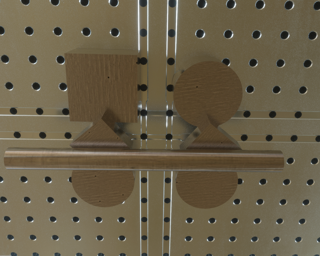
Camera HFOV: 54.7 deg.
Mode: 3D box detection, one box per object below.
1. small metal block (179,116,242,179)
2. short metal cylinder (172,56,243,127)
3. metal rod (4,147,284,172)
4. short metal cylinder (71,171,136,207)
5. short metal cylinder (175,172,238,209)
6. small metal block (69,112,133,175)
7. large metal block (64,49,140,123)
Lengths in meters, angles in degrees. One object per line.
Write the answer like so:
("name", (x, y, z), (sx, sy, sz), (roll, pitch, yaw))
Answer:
("small metal block", (0.059, 0.023, 0.369), (0.050, 0.025, 0.050), (39, 105, -13))
("short metal cylinder", (0.056, -0.046, 0.383), (0.081, 0.050, 0.079), (0, 110, 0))
("metal rod", (-0.016, 0.036, 0.346), (0.302, 0.025, 0.025), (1, 110, -1))
("short metal cylinder", (-0.073, 0.059, 0.420), (0.081, 0.050, 0.079), (0, 110, 0))
("short metal cylinder", (0.061, 0.062, 0.423), (0.081, 0.050, 0.079), (0, 110, 0))
("small metal block", (-0.068, 0.018, 0.366), (0.050, 0.025, 0.050), (-38, 106, 13))
("large metal block", (-0.066, -0.053, 0.379), (0.081, 0.050, 0.079), (1, 110, -1))
